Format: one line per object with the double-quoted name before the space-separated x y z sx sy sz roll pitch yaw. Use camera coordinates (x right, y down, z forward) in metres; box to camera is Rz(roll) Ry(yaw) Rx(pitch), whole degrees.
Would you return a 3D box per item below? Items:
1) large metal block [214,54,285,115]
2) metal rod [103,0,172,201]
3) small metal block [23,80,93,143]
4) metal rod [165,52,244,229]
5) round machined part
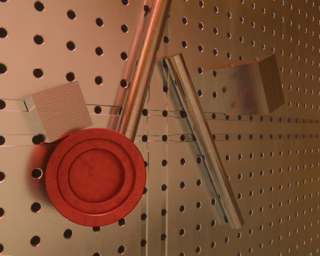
"large metal block" 0.143 -0.067 0.496 0.050 0.080 0.080 -29 108 -37
"metal rod" -0.026 -0.055 0.389 0.025 0.025 0.299 24 75 -38
"small metal block" -0.105 -0.018 0.322 0.050 0.025 0.050 -27 107 -37
"metal rod" 0.073 0.031 0.473 0.025 0.025 0.299 -36 113 -34
"round machined part" -0.067 0.051 0.327 0.099 0.042 0.097 2 81 -14
